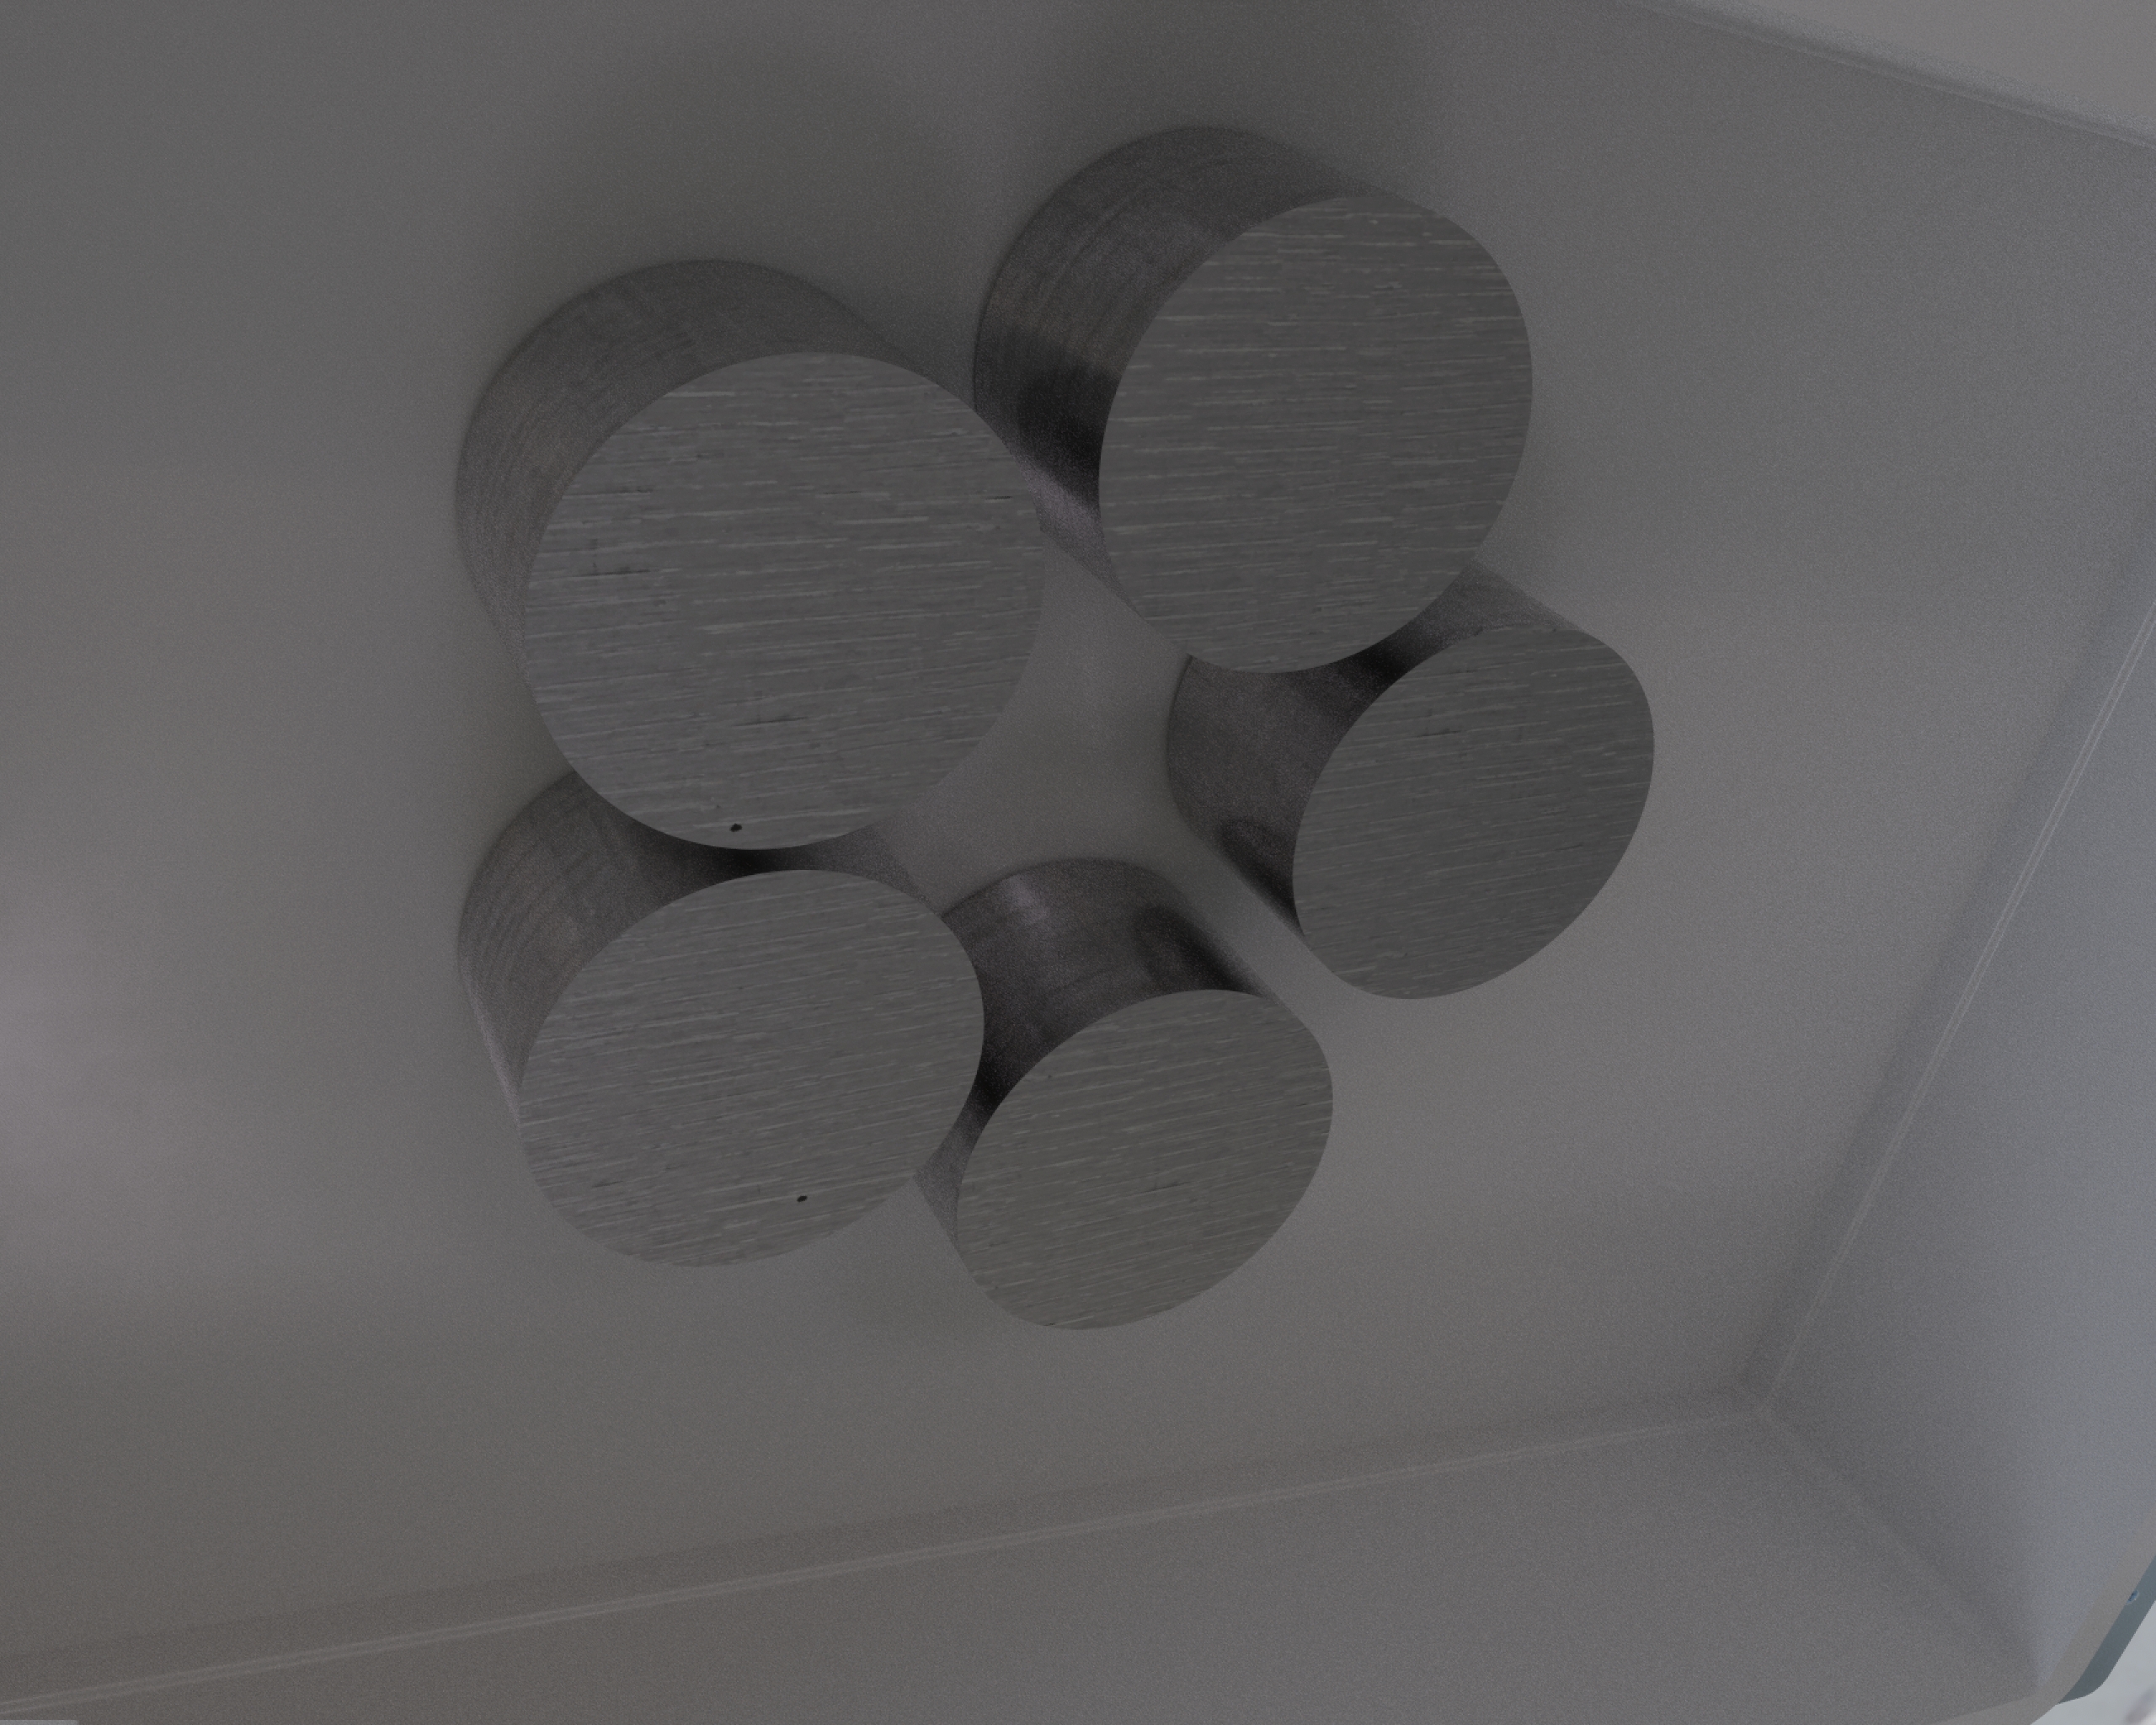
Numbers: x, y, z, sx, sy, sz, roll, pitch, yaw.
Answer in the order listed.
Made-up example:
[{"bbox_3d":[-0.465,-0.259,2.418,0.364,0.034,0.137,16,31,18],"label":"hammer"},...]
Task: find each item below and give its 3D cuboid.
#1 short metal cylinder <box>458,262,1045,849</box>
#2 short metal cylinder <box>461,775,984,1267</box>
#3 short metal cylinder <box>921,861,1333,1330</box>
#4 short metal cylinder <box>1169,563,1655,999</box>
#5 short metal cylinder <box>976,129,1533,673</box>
[{"bbox_3d":[-0.052,-0.049,0.331,0.081,0.050,0.079,-14,124,-21],"label":"short metal cylinder"},{"bbox_3d":[-0.064,0.024,0.370,0.081,0.050,0.079,-14,124,-21],"label":"short metal cylinder"},{"bbox_3d":[0.004,0.046,0.420,0.081,0.050,0.079,-14,124,-21],"label":"short metal cylinder"},{"bbox_3d":[0.065,-0.020,0.413,0.081,0.050,0.079,-14,124,-21],"label":"short metal cylinder"},{"bbox_3d":[0.029,-0.079,0.357,0.081,0.050,0.079,-14,124,-21],"label":"short metal cylinder"}]
